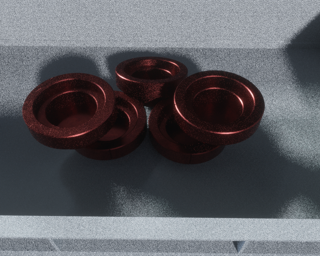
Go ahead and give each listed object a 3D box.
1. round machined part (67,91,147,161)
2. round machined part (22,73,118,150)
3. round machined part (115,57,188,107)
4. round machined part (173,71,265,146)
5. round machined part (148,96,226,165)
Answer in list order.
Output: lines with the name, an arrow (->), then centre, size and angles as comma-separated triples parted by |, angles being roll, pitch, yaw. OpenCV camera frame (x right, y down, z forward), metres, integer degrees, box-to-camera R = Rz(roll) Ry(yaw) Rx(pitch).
round machined part -> -0.065, 0.001, 0.391 | 0.099, 0.042, 0.098 | 0, 50, 0
round machined part -> -0.097, -0.015, 0.350 | 0.099, 0.042, 0.098 | 0, 50, 0
round machined part -> -0.012, -0.063, 0.432 | 0.099, 0.042, 0.098 | 1, 32, -1
round machined part -> 0.064, -0.019, 0.354 | 0.099, 0.042, 0.098 | 0, 50, 0
round machined part -> 0.035, 0.005, 0.388 | 0.099, 0.042, 0.098 | 0, 50, 0
